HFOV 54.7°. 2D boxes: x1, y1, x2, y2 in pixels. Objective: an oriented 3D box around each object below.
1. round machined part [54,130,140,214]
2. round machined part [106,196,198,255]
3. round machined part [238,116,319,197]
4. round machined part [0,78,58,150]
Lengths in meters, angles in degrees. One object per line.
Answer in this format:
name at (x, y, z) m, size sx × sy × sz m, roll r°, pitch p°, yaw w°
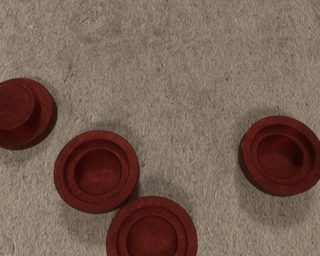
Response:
round machined part at (-0.074, 0.055, 0.378) m, size 0.099 × 0.042 × 0.098 m, roll 0°, pitch 70°, yaw -1°
round machined part at (-0.009, 0.129, 0.352) m, size 0.099 × 0.042 × 0.098 m, roll 0°, pitch 70°, yaw -1°
round machined part at (0.147, 0.037, 0.387) m, size 0.099 × 0.042 × 0.098 m, roll 0°, pitch 70°, yaw -1°
round machined part at (-0.190, -0.023, 0.405) m, size 0.099 × 0.042 × 0.098 m, roll 0°, pitch 70°, yaw -1°
